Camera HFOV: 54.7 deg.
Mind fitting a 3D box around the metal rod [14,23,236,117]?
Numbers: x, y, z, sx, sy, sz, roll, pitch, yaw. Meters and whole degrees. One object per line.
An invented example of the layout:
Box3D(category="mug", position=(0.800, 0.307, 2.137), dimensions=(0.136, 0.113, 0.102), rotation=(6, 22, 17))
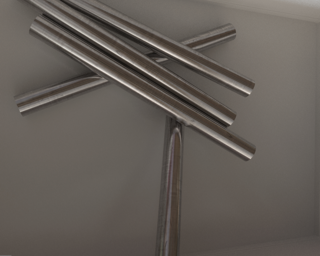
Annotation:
Box3D(category="metal rod", position=(-0.029, -0.082, 0.399), dimensions=(0.302, 0.025, 0.025), rotation=(-24, 98, -19))

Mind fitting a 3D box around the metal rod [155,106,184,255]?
Box3D(category="metal rod", position=(0.011, 0.095, 0.339), dimensions=(0.025, 0.025, 0.300), rotation=(18, 55, -19))

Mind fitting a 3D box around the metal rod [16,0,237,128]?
Box3D(category="metal rod", position=(-0.035, -0.084, 0.370), dimensions=(0.301, 0.025, 0.025), rotation=(30, 80, -13))

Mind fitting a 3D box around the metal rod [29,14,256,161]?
Box3D(category="metal rod", position=(-0.010, -0.040, 0.374), dimensions=(0.301, 0.025, 0.025), rotation=(30, 80, -13))

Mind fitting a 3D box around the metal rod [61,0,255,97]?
Box3D(category="metal rod", position=(-0.018, -0.113, 0.381), dimensions=(0.301, 0.025, 0.025), rotation=(24, 82, -10))
